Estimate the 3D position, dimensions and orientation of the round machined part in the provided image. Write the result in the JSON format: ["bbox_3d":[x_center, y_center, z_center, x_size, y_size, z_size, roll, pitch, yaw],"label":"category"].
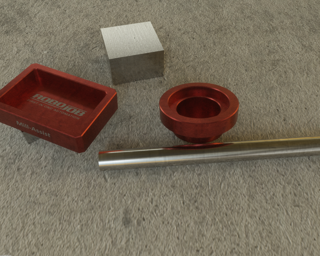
[{"bbox_3d":[0.049,-0.017,0.397,0.099,0.042,0.098,-2,36,2],"label":"round machined part"}]

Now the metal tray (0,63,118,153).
[{"bbox_3d":[-0.131,-0.029,0.391,0.130,0.030,0.090,19,50,13],"label":"metal tray"}]

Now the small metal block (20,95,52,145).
[{"bbox_3d":[-0.166,-0.013,0.413,0.050,0.025,0.050,-31,57,-24],"label":"small metal block"}]

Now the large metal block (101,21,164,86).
[{"bbox_3d":[-0.044,-0.119,0.486,0.081,0.050,0.080,-12,51,-10],"label":"large metal block"}]

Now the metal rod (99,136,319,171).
[{"bbox_3d":[0.079,0.030,0.378,0.302,0.025,0.025,-4,50,-4],"label":"metal rod"}]
